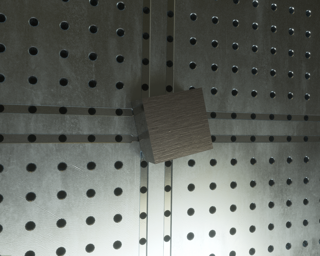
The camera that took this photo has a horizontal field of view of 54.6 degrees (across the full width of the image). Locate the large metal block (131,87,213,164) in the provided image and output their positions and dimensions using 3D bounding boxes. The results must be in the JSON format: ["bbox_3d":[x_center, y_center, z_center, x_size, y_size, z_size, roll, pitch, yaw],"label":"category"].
[{"bbox_3d":[0.015,-0.004,0.404,0.081,0.050,0.080,-13,95,-20],"label":"large metal block"}]
